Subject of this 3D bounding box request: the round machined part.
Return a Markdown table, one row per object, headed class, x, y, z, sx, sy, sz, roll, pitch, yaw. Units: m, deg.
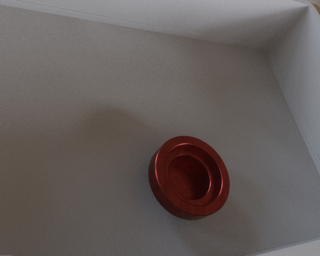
| class | x | y | z | sx | sy | sz | roll | pitch | yaw |
| --- | --- | --- | --- | --- | --- | --- | --- | --- | --- |
| round machined part | 0.031 | 0.062 | 0.373 | 0.099 | 0.042 | 0.098 | 13 | 56 | -21 |
